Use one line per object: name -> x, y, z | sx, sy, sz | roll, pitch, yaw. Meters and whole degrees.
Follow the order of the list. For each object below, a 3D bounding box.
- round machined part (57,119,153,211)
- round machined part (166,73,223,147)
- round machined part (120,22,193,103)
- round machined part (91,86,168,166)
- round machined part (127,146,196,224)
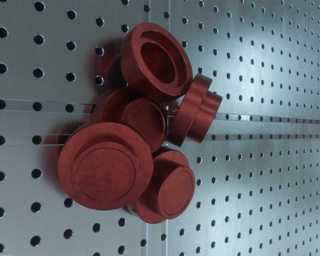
round machined part -> -0.056, 0.042, 0.322 | 0.099, 0.042, 0.097 | -2, 103, -10
round machined part -> 0.048, -0.018, 0.402 | 0.042, 0.098, 0.098 | 25, 69, 6
round machined part -> -0.009, -0.075, 0.378 | 0.099, 0.042, 0.098 | 23, 54, -36
round machined part -> -0.029, -0.003, 0.374 | 0.099, 0.042, 0.097 | 0, 90, -40
round machined part -> 0.007, 0.075, 0.390 | 0.099, 0.042, 0.097 | -16, 113, -43
